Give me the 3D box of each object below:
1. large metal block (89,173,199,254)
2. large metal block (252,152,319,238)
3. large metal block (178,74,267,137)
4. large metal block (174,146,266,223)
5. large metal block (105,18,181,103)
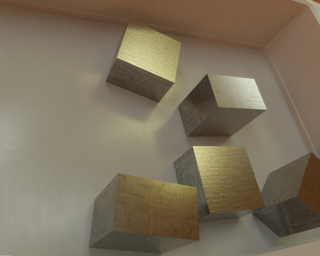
[{"bbox_3d":[-0.018,0.089,0.306,0.081,0.080,0.050,14,56,-21],"label":"large metal block"},{"bbox_3d":[0.180,0.090,0.412,0.050,0.080,0.080,41,51,0],"label":"large metal block"},{"bbox_3d":[0.084,-0.028,0.432,0.081,0.080,0.050,1,62,-28],"label":"large metal block"},{"bbox_3d":[0.072,0.069,0.385,0.081,0.050,0.080,2,61,-27],"label":"large metal block"},{"bbox_3d":[-0.022,-0.094,0.435,0.080,0.050,0.080,21,54,-16],"label":"large metal block"}]
